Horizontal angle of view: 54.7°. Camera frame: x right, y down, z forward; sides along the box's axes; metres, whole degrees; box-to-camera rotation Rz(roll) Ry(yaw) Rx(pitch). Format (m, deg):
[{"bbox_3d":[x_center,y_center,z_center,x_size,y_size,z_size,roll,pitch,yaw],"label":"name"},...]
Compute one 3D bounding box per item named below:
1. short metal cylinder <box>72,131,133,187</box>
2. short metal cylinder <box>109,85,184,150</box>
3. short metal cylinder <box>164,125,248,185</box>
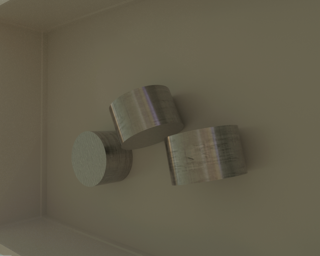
[{"bbox_3d":[-0.087,0.044,0.463,0.080,0.050,0.080,0,90,40],"label":"short metal cylinder"},{"bbox_3d":[-0.017,-0.011,0.385,0.080,0.081,0.050,-32,70,35],"label":"short metal cylinder"},{"bbox_3d":[0.048,0.030,0.331,0.080,0.081,0.050,-16,80,39],"label":"short metal cylinder"}]
